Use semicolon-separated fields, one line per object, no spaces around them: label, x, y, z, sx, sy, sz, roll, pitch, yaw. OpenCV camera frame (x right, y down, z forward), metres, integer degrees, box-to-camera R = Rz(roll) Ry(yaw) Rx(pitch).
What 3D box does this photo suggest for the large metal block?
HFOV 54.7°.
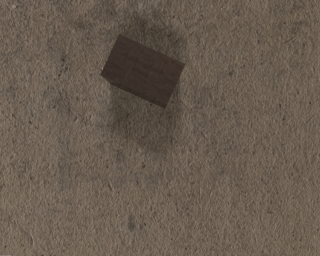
large metal block;-0.019;-0.065;0.382;0.080;0.080;0.050;24;90;-1
